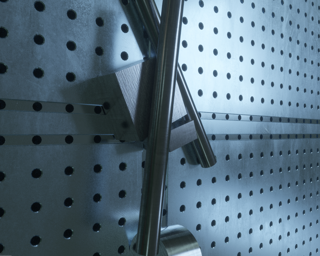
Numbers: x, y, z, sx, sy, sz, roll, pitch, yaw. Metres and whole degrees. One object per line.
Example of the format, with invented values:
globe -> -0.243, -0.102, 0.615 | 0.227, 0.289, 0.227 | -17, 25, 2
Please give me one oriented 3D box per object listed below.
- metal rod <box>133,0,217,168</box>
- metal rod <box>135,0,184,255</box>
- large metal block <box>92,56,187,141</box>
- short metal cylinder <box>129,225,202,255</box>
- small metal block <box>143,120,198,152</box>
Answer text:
metal rod -> 0.018, -0.075, 0.425 | 0.025, 0.025, 0.299 | -37, 113, -34
metal rod -> 0.001, -0.014, 0.346 | 0.025, 0.025, 0.298 | 10, 84, -40
large metal block -> -0.022, -0.038, 0.376 | 0.081, 0.050, 0.080 | -30, 109, -36
short metal cylinder -> 0.006, 0.163, 0.380 | 0.050, 0.080, 0.080 | 5, 87, -40
small metal block -> 0.012, 0.009, 0.405 | 0.050, 0.050, 0.025 | -23, 105, -38
